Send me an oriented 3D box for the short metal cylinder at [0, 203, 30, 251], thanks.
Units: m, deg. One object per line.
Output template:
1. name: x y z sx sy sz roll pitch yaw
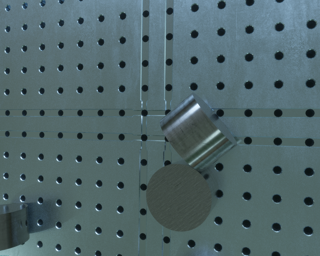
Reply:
1. short metal cylinder: -0.242 0.148 0.466 0.080 0.080 0.050 -4 89 19

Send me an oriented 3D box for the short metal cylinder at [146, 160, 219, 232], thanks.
1. short metal cylinder: 0.029 0.082 0.388 0.080 0.050 0.079 0 90 19

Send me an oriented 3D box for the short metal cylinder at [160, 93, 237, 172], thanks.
1. short metal cylinder: 0.046 0.004 0.367 0.050 0.080 0.080 -41 78 15
